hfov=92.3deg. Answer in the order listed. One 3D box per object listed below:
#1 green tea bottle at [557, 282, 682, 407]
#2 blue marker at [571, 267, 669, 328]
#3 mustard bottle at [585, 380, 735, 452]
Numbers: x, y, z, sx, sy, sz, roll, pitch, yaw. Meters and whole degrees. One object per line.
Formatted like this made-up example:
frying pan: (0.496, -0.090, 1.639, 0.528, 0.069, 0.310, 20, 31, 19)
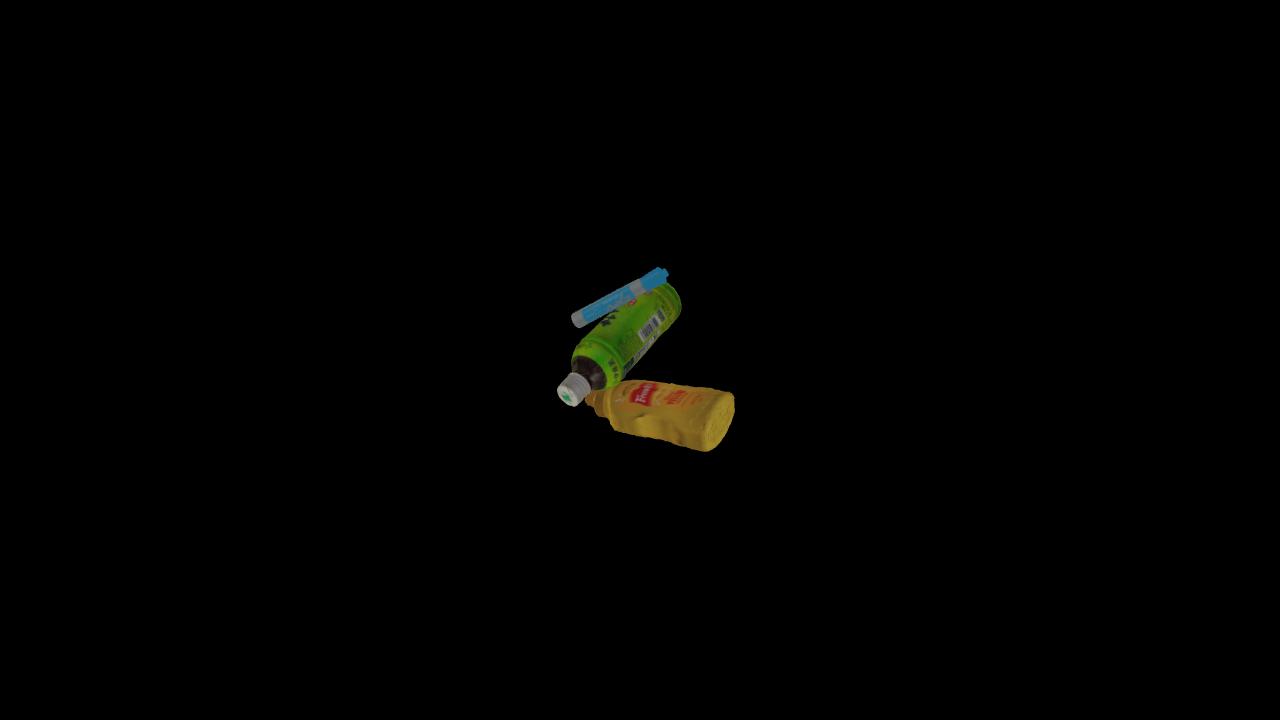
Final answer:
green tea bottle: (-0.026, -0.021, 0.753, 0.073, 0.073, 0.212, 0, 35, 38)
blue marker: (-0.022, -0.068, 0.665, 0.121, 0.020, 0.020, -26, -11, 24)
mustard bottle: (0.013, 0.059, 0.736, 0.184, 0.054, 0.092, 8, 37, 29)
